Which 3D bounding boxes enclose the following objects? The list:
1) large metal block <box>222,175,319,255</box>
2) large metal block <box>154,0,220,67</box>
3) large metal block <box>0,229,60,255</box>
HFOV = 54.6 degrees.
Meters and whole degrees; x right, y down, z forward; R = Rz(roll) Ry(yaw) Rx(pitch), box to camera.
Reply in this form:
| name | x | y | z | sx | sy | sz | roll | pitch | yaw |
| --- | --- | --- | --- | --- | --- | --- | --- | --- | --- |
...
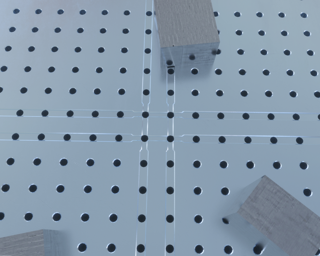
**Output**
| name | x | y | z | sx | sy | sz | roll | pitch | yaw |
| --- | --- | --- | --- | --- | --- | --- | --- | --- | --- |
| large metal block | 0.124 | 0.104 | 0.345 | 0.080 | 0.080 | 0.050 | 39 | 75 | 13 |
| large metal block | 0.036 | -0.140 | 0.450 | 0.080 | 0.050 | 0.080 | -6 | 70 | -2 |
| large metal block | -0.157 | 0.161 | 0.339 | 0.080 | 0.050 | 0.080 | -11 | 70 | -4 |
